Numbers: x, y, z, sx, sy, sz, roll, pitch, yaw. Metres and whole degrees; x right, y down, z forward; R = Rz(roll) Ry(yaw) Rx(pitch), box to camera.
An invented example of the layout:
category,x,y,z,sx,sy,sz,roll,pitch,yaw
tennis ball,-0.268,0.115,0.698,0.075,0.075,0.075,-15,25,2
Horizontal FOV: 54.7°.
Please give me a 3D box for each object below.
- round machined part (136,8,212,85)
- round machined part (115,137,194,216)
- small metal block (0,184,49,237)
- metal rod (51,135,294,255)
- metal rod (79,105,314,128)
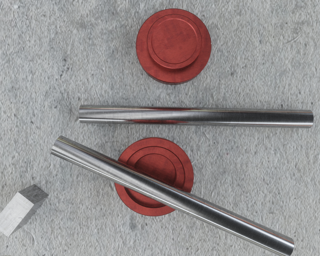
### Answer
category,x,y,z,sx,sy,sz,roll,pitch,yaw
round machined part,0.018,-0.107,0.402,0.099,0.042,0.097,0,90,0
round machined part,-0.007,0.060,0.401,0.099,0.042,0.097,0,90,0
small metal block,-0.176,0.103,0.396,0.025,0.050,0.050,39,90,0
metal rod,0.015,0.082,0.368,0.301,0.025,0.025,24,90,-1
metal rod,0.047,-0.015,0.410,0.302,0.025,0.025,1,90,-1
